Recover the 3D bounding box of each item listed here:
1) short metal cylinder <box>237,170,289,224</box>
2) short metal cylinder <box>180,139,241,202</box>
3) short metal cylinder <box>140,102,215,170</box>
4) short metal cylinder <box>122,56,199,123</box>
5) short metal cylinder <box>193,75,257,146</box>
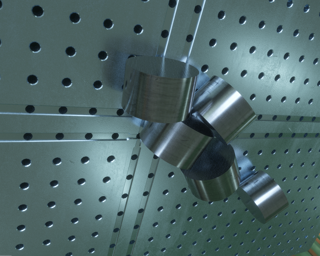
[{"bbox_3d":[0.181,0.123,0.553,0.050,0.080,0.080,-33,129,-7],"label":"short metal cylinder"},{"bbox_3d":[0.074,0.060,0.455,0.080,0.080,0.050,-31,129,-9],"label":"short metal cylinder"},{"bbox_3d":[0.022,0.008,0.393,0.080,0.080,0.050,22,109,-37],"label":"short metal cylinder"},{"bbox_3d":[-0.001,-0.046,0.348,0.081,0.080,0.050,-5,119,-27],"label":"short metal cylinder"},{"bbox_3d":[0.079,-0.022,0.407,0.050,0.080,0.080,-43,130,1],"label":"short metal cylinder"}]
